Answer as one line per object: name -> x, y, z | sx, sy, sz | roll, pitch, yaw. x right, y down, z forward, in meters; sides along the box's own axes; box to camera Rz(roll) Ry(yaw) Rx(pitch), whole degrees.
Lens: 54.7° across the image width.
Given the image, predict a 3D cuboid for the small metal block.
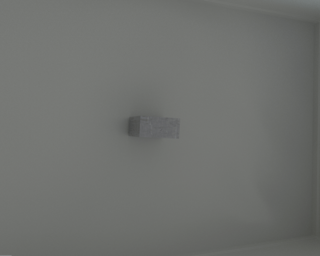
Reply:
small metal block -> -0.008, -0.001, 0.391 | 0.050, 0.050, 0.025 | 3, 89, -20
